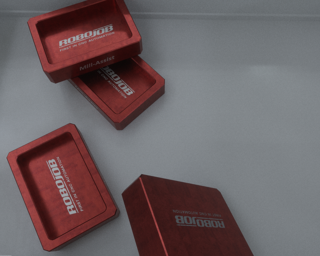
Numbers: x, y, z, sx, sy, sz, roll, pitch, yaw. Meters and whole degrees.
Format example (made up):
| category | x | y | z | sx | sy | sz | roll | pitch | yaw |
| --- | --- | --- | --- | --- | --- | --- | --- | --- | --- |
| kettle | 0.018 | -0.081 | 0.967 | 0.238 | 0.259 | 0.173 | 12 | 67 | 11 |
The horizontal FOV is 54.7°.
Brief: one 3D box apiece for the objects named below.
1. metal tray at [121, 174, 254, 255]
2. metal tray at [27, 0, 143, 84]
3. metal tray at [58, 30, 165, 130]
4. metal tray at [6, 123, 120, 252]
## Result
| category | x | y | z | sx | sy | sz | roll | pitch | yaw |
| --- | --- | --- | --- | --- | --- | --- | --- | --- | --- |
| metal tray | 0.031 | 0.100 | 0.312 | 0.030 | 0.131 | 0.090 | -46 | 48 | 25 |
| metal tray | -0.100 | -0.124 | 0.418 | 0.131 | 0.030 | 0.090 | -21 | 71 | -8 |
| metal tray | -0.068 | -0.072 | 0.432 | 0.090 | 0.030 | 0.130 | -42 | 76 | -14 |
| metal tray | -0.118 | 0.070 | 0.380 | 0.090 | 0.030 | 0.130 | -28 | 72 | -10 |
